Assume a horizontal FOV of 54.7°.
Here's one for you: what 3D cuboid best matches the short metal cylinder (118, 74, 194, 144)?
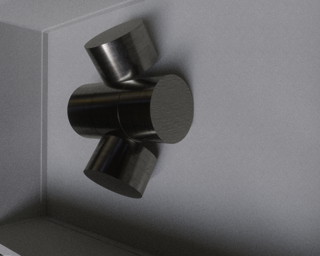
[{"bbox_3d":[-0.003,-0.022,0.372,0.050,0.081,0.079,2,91,40],"label":"short metal cylinder"}]

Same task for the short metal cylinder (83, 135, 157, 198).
[{"bbox_3d":[-0.051,0.051,0.401,0.080,0.080,0.050,0,56,40],"label":"short metal cylinder"}]

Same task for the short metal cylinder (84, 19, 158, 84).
[{"bbox_3d":[-0.049,-0.099,0.400,0.080,0.080,0.050,3,129,40],"label":"short metal cylinder"}]

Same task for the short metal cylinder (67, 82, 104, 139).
[{"bbox_3d":[-0.081,-0.024,0.436,0.050,0.081,0.079,2,91,40],"label":"short metal cylinder"}]

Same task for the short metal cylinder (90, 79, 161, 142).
[{"bbox_3d":[-0.042,-0.023,0.404,0.050,0.081,0.079,2,91,40],"label":"short metal cylinder"}]
